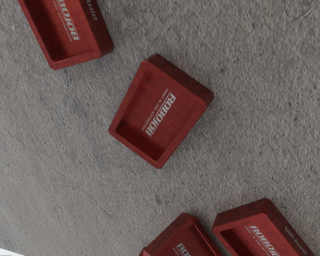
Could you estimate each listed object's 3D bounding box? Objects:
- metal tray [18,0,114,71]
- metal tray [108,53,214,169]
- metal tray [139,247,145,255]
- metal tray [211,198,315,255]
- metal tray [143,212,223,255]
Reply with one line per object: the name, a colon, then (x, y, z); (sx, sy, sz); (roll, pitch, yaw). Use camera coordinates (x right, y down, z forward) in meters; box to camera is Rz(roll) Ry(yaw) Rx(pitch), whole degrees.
metal tray: (-0.121, -0.143, 0.378); (0.090, 0.030, 0.129); (-7, 115, 31)
metal tray: (-0.004, -0.017, 0.395); (0.090, 0.030, 0.129); (36, 129, 4)
metal tray: (0.029, 0.266, 0.552); (0.130, 0.030, 0.089); (-1, 118, 28)
metal tray: (0.146, 0.165, 0.428); (0.090, 0.030, 0.130); (-33, 100, 38)
metal tray: (0.047, 0.205, 0.465); (0.130, 0.090, 0.030); (57, 157, -12)
